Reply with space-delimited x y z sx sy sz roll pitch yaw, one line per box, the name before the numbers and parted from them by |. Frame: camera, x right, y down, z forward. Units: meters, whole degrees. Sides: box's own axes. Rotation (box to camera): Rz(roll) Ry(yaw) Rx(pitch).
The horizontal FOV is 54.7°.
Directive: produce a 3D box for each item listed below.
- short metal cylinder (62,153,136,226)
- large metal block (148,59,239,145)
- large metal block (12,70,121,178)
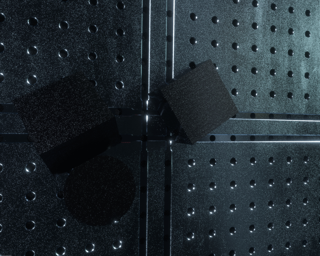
short metal cylinder | -0.075 0.070 0.372 0.081 0.050 0.080 0 90 -20
large metal block | 0.044 -0.034 0.415 0.080 0.050 0.080 -34 101 -17
large metal block | -0.101 -0.006 0.341 0.080 0.050 0.080 -29 59 -18
